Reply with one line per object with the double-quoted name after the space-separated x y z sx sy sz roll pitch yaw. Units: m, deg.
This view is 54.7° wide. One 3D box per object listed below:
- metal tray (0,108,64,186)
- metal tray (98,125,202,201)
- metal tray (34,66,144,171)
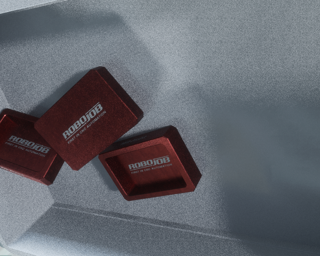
-0.210 0.027 0.488 0.130 0.090 0.030 16 155 16 "metal tray"
-0.017 0.055 0.448 0.130 0.030 0.090 -17 110 35 "metal tray"
-0.099 -0.011 0.428 0.130 0.030 0.090 -37 98 22 "metal tray"
